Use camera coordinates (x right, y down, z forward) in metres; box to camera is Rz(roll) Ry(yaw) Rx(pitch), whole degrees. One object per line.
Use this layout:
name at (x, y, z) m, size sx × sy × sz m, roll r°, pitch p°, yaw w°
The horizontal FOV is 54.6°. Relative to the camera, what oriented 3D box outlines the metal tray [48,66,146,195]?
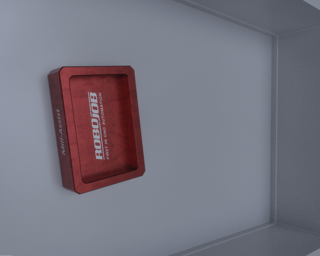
metal tray at (-0.067, -0.002, 0.346) m, size 0.091 × 0.030 × 0.129 m, roll -10°, pitch 97°, yaw -39°
